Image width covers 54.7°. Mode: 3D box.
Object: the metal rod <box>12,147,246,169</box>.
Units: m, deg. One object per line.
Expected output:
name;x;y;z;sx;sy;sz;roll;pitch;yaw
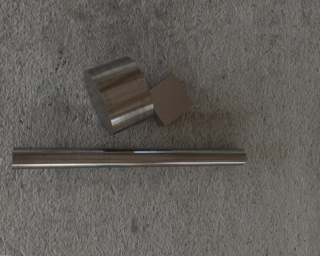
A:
metal rod;-0.023;0.038;0.400;0.302;0.025;0.025;2;90;-20

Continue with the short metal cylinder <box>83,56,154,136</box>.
short metal cylinder;-0.049;-0.037;0.362;0.050;0.080;0.080;-24;98;-18

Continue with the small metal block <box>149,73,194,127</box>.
small metal block;0.008;-0.037;0.412;0.050;0.025;0.050;-38;102;-16
